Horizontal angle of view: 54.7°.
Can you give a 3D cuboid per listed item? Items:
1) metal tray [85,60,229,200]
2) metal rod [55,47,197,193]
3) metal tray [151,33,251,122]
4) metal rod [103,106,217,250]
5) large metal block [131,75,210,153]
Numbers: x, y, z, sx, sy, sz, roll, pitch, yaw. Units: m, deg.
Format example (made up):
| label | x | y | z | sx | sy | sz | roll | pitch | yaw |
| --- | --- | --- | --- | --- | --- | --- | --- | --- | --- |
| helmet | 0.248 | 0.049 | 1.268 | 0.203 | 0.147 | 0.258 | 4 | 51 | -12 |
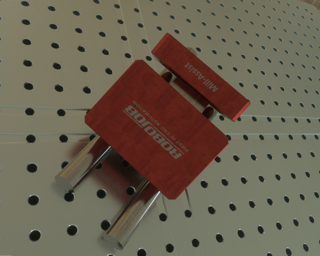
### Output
| label | x | y | z | sx | sy | sz | roll | pitch | yaw |
| --- | --- | --- | --- | --- | --- | --- | --- | --- | --- |
| metal tray | -0.004 | 0.002 | 0.337 | 0.130 | 0.030 | 0.090 | 43 | 94 | 0 |
| metal rod | -0.025 | -0.032 | 0.416 | 0.025 | 0.025 | 0.301 | 40 | 51 | -1 |
| metal tray | 0.051 | -0.064 | 0.406 | 0.130 | 0.030 | 0.090 | 40 | 7 | -2 |
| metal rod | 0.028 | 0.027 | 0.409 | 0.025 | 0.025 | 0.301 | 41 | 51 | -1 |
| large metal block | 0.018 | -0.021 | 0.396 | 0.050 | 0.080 | 0.080 | 41 | 51 | -1 |
